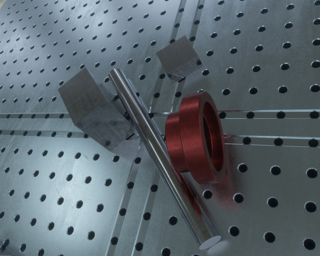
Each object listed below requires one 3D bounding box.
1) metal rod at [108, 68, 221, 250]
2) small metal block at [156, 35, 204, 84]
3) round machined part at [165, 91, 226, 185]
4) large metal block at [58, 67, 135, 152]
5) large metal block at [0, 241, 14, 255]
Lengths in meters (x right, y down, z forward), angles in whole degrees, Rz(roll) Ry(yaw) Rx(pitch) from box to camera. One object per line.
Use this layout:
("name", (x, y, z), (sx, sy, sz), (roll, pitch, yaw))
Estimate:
("metal rod", (-0.010, 0.015, 0.404), (0.025, 0.025, 0.300), (-35, 51, 5))
("small metal block", (0.028, -0.101, 0.455), (0.050, 0.025, 0.050), (-29, 52, 9))
("round machined part", (0.038, 0.012, 0.334), (0.042, 0.098, 0.098), (-11, 57, 22))
("large metal block", (-0.087, -0.025, 0.434), (0.050, 0.080, 0.080), (-38, 51, 3))
("large metal block", (-0.238, 0.193, 0.399), (0.080, 0.050, 0.080), (21, 73, 35))
